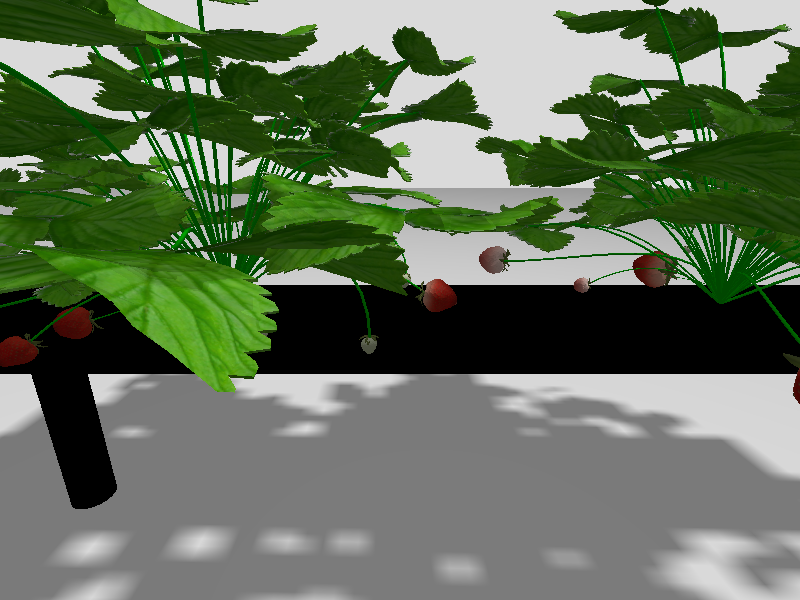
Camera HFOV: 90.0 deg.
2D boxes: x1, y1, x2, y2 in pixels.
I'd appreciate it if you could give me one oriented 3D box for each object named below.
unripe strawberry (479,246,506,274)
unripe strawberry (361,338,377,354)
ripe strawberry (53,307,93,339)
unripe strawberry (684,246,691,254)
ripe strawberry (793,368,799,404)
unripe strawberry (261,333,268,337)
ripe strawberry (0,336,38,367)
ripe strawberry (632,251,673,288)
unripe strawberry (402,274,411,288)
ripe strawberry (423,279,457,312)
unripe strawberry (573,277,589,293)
[{"bbox_3d":[0.111,-0.048,0.478,0.031,0.032,0.029,10,20,32],"label":"unripe strawberry"},{"bbox_3d":[-0.019,0.028,0.250,0.010,0.011,0.011,15,23,39],"label":"unripe strawberry"},{"bbox_3d":[-0.235,0.017,0.287,0.020,0.023,0.022,16,24,42],"label":"ripe strawberry"},{"bbox_3d":[0.392,-0.068,0.546,0.010,0.011,0.011,9,20,26],"label":"unripe strawberry"},{"bbox_3d":[0.201,0.042,0.177,0.036,0.041,0.040,8,20,24],"label":"ripe strawberry"},{"bbox_3d":[-0.099,0.024,0.286,0.009,0.010,0.010,-11,21,-32],"label":"unripe strawberry"},{"bbox_3d":[-0.237,0.032,0.246,0.021,0.019,0.019,11,42,31],"label":"ripe strawberry"},{"bbox_3d":[0.268,-0.034,0.428,0.037,0.039,0.040,-7,18,-20],"label":"ripe strawberry"},{"bbox_3d":[0.004,-0.020,0.423,0.015,0.015,0.014,-6,19,-20],"label":"unripe strawberry"},{"bbox_3d":[0.035,-0.003,0.345,0.030,0.029,0.027,11,18,3],"label":"ripe strawberry"},{"bbox_3d":[0.181,-0.015,0.401,0.014,0.015,0.013,-9,14,21],"label":"unripe strawberry"}]
